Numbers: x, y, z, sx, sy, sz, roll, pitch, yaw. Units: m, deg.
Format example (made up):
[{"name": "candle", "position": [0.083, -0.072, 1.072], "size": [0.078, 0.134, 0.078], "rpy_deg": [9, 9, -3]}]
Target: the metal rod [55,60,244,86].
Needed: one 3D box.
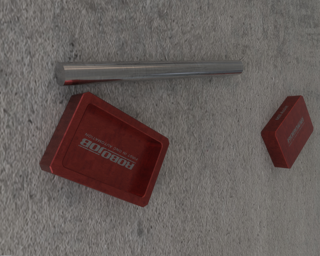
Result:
[{"name": "metal rod", "position": [0.012, -0.077, 0.414], "size": [0.302, 0.025, 0.025], "rpy_deg": [-11, 97, -39]}]

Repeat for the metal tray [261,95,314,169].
[{"name": "metal tray", "position": [0.256, 0.006, 0.616], "size": [0.131, 0.030, 0.090], "rpy_deg": [-44, 117, -31]}]

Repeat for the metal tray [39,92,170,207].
[{"name": "metal tray", "position": [-0.056, 0.028, 0.354], "size": [0.131, 0.030, 0.090], "rpy_deg": [32, 71, -36]}]
